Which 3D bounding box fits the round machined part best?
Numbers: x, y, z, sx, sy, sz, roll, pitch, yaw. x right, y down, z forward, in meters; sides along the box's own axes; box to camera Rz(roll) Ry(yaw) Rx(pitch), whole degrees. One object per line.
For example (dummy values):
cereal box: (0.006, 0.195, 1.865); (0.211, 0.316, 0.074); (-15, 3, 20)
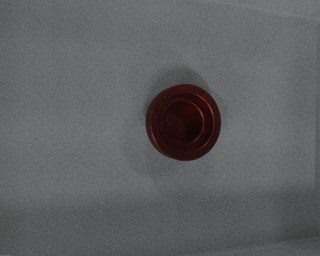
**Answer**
round machined part: (0.028, -0.007, 0.411); (0.099, 0.042, 0.097); (0, 90, -20)
